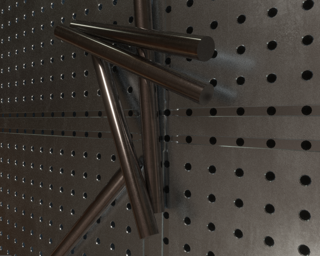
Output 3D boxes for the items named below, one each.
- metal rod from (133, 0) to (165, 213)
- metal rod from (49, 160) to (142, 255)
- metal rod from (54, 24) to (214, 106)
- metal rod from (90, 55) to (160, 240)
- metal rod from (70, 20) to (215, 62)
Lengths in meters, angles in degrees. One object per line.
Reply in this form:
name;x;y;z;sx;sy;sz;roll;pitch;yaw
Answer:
metal rod;-0.015;-0.038;0.419;0.025;0.025;0.298;-6;86;39
metal rod;-0.120;0.152;0.505;0.298;0.025;0.025;-51;61;27
metal rod;-0.056;-0.096;0.419;0.300;0.025;0.025;30;109;36
metal rod;-0.056;0.001;0.433;0.025;0.025;0.299;-35;63;34
metal rod;-0.047;-0.124;0.415;0.300;0.025;0.025;26;107;46
